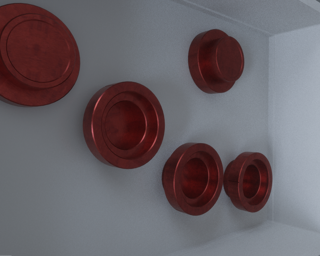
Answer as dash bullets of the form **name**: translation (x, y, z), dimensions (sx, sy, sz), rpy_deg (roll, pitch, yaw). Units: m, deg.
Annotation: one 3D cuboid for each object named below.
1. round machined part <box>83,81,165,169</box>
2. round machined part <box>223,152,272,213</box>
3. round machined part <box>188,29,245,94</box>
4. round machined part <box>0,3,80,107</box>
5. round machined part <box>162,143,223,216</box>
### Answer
- **round machined part**: translation (-0.045, -0.003, 0.360), dimensions (0.099, 0.042, 0.097), rpy_deg (0, 90, -40)
- **round machined part**: translation (0.143, 0.088, 0.519), dimensions (0.099, 0.042, 0.097), rpy_deg (0, 90, -40)
- **round machined part**: translation (0.093, -0.103, 0.476), dimensions (0.099, 0.042, 0.097), rpy_deg (0, 90, -40)
- **round machined part**: translation (-0.121, -0.069, 0.295), dimensions (0.099, 0.042, 0.097), rpy_deg (0, 90, -40)
- **round machined part**: translation (0.041, 0.069, 0.433), dimensions (0.099, 0.042, 0.097), rpy_deg (0, 90, -40)
